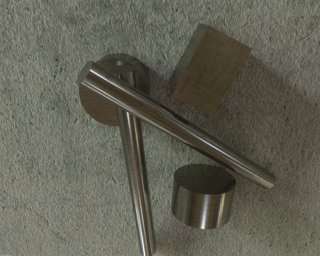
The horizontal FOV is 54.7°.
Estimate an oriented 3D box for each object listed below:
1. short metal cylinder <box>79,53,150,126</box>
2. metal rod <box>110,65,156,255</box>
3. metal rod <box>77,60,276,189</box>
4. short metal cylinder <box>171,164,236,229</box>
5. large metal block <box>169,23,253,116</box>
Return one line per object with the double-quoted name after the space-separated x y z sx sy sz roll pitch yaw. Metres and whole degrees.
-0.052 -0.048 0.378 0.081 0.050 0.079 0 110 0 "short metal cylinder"
-0.028 0.064 0.398 0.025 0.025 0.298 -4 123 1 "metal rod"
0.043 0.012 0.360 0.301 0.025 0.025 30 109 -32 "metal rod"
0.057 0.088 0.413 0.081 0.080 0.050 3 110 -2 "short metal cylinder"
0.052 -0.070 0.355 0.050 0.080 0.080 25 108 -9 "large metal block"
